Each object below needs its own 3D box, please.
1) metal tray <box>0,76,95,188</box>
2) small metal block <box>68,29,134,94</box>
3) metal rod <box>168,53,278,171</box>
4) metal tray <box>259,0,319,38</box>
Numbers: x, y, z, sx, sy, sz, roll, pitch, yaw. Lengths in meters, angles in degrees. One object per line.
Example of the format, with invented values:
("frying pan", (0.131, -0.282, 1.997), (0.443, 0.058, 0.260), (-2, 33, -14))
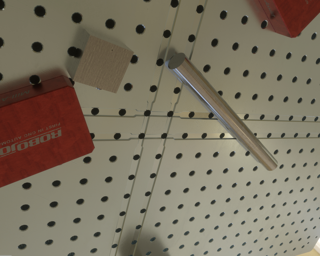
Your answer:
("metal tray", (-0.146, 0.007, 0.332), (0.131, 0.030, 0.089), (-21, 127, -16))
("small metal block", (-0.064, -0.071, 0.333), (0.050, 0.025, 0.050), (14, 111, -34))
("metal rod", (0.111, -0.007, 0.466), (0.025, 0.025, 0.301), (-47, 129, 5))
("metal tray", (0.163, -0.188, 0.381), (0.090, 0.030, 0.130), (-47, 129, 5))
